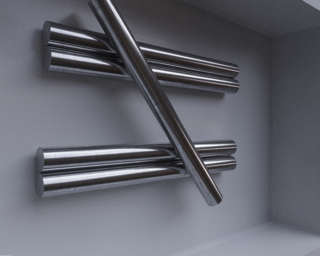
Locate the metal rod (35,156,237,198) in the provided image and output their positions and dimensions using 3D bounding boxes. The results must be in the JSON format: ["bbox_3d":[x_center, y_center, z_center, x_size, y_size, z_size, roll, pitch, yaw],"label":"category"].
[{"bbox_3d":[-0.003,0.056,0.402,0.302,0.025,0.025,0,90,-40],"label":"metal rod"}]

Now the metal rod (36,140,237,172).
[{"bbox_3d":[-0.002,0.031,0.402,0.302,0.025,0.025,0,90,-40],"label":"metal rod"}]

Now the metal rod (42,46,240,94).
[{"bbox_3d":[0.003,-0.068,0.406,0.302,0.025,0.025,1,90,-40],"label":"metal rod"}]

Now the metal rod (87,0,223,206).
[{"bbox_3d":[0.006,-0.017,0.378,0.025,0.025,0.299,-46,117,-30],"label":"metal rod"}]

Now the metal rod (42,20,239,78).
[{"bbox_3d":[0.002,-0.093,0.406,0.302,0.025,0.025,1,90,-40],"label":"metal rod"}]
